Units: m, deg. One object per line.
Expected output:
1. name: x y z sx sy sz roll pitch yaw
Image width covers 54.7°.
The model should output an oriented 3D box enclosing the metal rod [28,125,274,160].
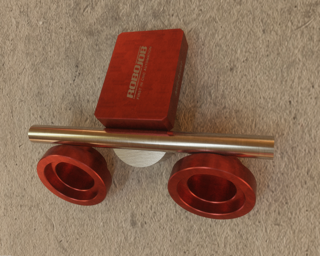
1. metal rod: -0.026 0.014 0.366 0.301 0.025 0.025 3 91 19

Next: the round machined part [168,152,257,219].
1. round machined part: 0.061 0.062 0.360 0.098 0.042 0.097 10 136 11

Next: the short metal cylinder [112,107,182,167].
1. short metal cylinder: -0.017 0.008 0.402 0.080 0.050 0.079 0 90 19

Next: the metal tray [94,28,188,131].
1. metal tray: -0.020 -0.062 0.385 0.090 0.030 0.130 2 65 19

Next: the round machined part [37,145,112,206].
1. round machined part: -0.111 0.059 0.422 0.098 0.042 0.097 9 131 11
